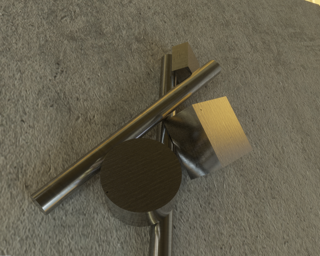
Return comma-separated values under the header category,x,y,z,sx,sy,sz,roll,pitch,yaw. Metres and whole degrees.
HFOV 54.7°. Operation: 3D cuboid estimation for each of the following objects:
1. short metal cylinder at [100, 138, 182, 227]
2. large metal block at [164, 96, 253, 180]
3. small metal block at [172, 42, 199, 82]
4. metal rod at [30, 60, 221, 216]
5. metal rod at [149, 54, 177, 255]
category,x,y,z,sx,sy,sz,roll,pitch,yaw
short metal cylinder,-0.020,0.057,0.327,0.081,0.050,0.080,2,57,-3
large metal block,0.063,0.011,0.398,0.081,0.050,0.080,-17,80,-48
small metal block,0.040,-0.092,0.466,0.050,0.025,0.050,49,35,-49
metal rod,-0.019,-0.007,0.377,0.025,0.025,0.302,47,58,5
metal rod,0.007,0.022,0.395,0.025,0.025,0.300,16,55,-19
